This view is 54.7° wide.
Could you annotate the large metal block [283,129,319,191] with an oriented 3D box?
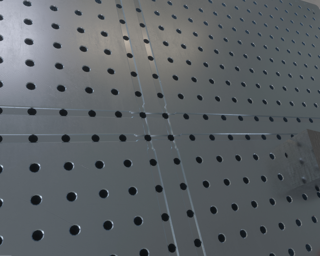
[{"bbox_3d":[0.256,0.054,0.496,0.081,0.050,0.080,11,57,-22],"label":"large metal block"}]
